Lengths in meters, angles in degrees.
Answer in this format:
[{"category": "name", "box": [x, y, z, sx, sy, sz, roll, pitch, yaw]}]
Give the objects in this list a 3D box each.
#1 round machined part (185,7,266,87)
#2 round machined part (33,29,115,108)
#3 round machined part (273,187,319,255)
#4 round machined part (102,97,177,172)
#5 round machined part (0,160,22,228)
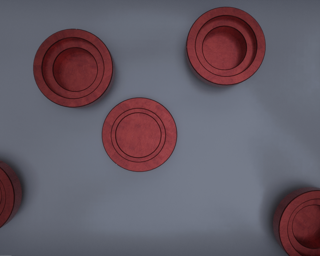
[{"category": "round machined part", "box": [0.082, -0.102, 0.403, 0.099, 0.042, 0.097, 0, 90, 0]}, {"category": "round machined part", "box": [-0.107, -0.074, 0.402, 0.099, 0.042, 0.097, 0, 90, 0]}, {"category": "round machined part", "box": [0.196, 0.126, 0.404, 0.099, 0.042, 0.097, 0, 90, 0]}, {"category": "round machined part", "box": [-0.027, 0.009, 0.403, 0.099, 0.042, 0.097, 0, 90, 0]}, {"category": "round machined part", "box": [-0.228, 0.085, 0.401, 0.099, 0.042, 0.097, 0, 90, 0]}]
